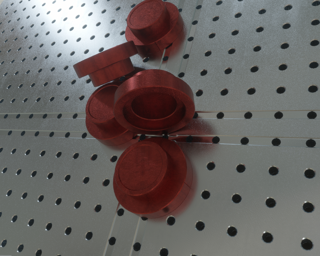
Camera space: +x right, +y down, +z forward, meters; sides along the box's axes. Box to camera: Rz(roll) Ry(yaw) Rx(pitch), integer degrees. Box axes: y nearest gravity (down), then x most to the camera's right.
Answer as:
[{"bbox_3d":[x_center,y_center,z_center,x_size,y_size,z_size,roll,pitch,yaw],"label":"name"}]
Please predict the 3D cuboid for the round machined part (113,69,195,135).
[{"bbox_3d":[-0.008,-0.035,0.386,0.098,0.098,0.042,-16,53,19],"label":"round machined part"}]

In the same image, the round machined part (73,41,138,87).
[{"bbox_3d":[-0.078,-0.095,0.474,0.098,0.042,0.098,-22,14,6],"label":"round machined part"}]

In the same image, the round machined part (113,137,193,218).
[{"bbox_3d":[-0.014,0.054,0.371,0.098,0.042,0.098,-13,56,20],"label":"round machined part"}]

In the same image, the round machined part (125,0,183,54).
[{"bbox_3d":[-0.015,-0.174,0.510,0.098,0.042,0.098,-13,56,20],"label":"round machined part"}]

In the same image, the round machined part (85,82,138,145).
[{"bbox_3d":[-0.067,-0.027,0.448,0.098,0.042,0.098,-13,56,20],"label":"round machined part"}]
